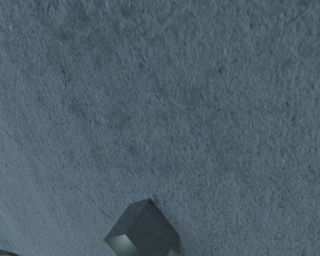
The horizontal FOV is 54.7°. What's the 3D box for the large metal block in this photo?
[{"bbox_3d":[-0.027,0.172,0.490,0.050,0.080,0.080,-28,104,37],"label":"large metal block"}]
